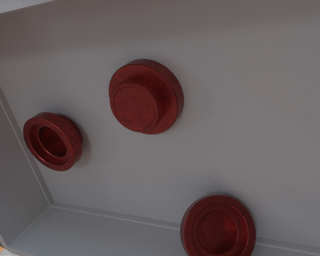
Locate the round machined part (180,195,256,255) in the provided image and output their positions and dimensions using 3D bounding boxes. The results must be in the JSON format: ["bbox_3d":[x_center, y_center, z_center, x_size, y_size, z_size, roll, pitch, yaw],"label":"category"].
[{"bbox_3d":[0.075,0.141,0.422,0.098,0.098,0.042,40,165,1],"label":"round machined part"}]

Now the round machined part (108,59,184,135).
[{"bbox_3d":[-0.023,-0.033,0.389,0.098,0.042,0.097,13,124,21],"label":"round machined part"}]

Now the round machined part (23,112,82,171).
[{"bbox_3d":[-0.165,0.018,0.496,0.098,0.042,0.097,13,124,21],"label":"round machined part"}]
